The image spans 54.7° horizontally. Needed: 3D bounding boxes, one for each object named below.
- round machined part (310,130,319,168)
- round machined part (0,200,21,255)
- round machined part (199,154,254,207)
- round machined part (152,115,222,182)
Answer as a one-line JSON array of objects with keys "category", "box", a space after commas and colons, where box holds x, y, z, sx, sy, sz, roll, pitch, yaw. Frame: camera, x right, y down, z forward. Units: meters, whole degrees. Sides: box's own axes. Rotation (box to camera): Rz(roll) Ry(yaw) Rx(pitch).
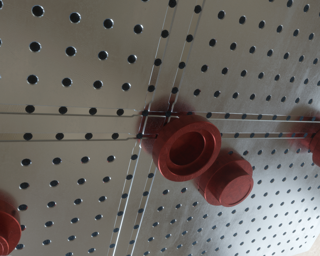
[{"category": "round machined part", "box": [0.337, 0.033, 0.609, 0.099, 0.042, 0.097, -14, 125, -21]}, {"category": "round machined part", "box": [-0.217, 0.133, 0.365, 0.099, 0.042, 0.097, -14, 124, -21]}, {"category": "round machined part", "box": [0.119, 0.095, 0.527, 0.099, 0.042, 0.097, -14, 125, -21]}, {"category": "round machined part", "box": [0.034, 0.024, 0.436, 0.099, 0.042, 0.097, -14, 125, -21]}]
